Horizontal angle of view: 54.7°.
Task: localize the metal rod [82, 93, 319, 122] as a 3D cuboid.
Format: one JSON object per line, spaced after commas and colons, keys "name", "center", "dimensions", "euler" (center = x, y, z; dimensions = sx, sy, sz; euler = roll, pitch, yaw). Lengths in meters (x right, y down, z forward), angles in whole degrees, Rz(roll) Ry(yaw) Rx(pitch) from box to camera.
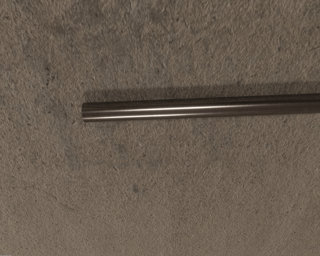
{"name": "metal rod", "center": [0.056, -0.025, 0.386], "dimensions": [0.302, 0.025, 0.025], "euler": [-2, 130, 1]}
